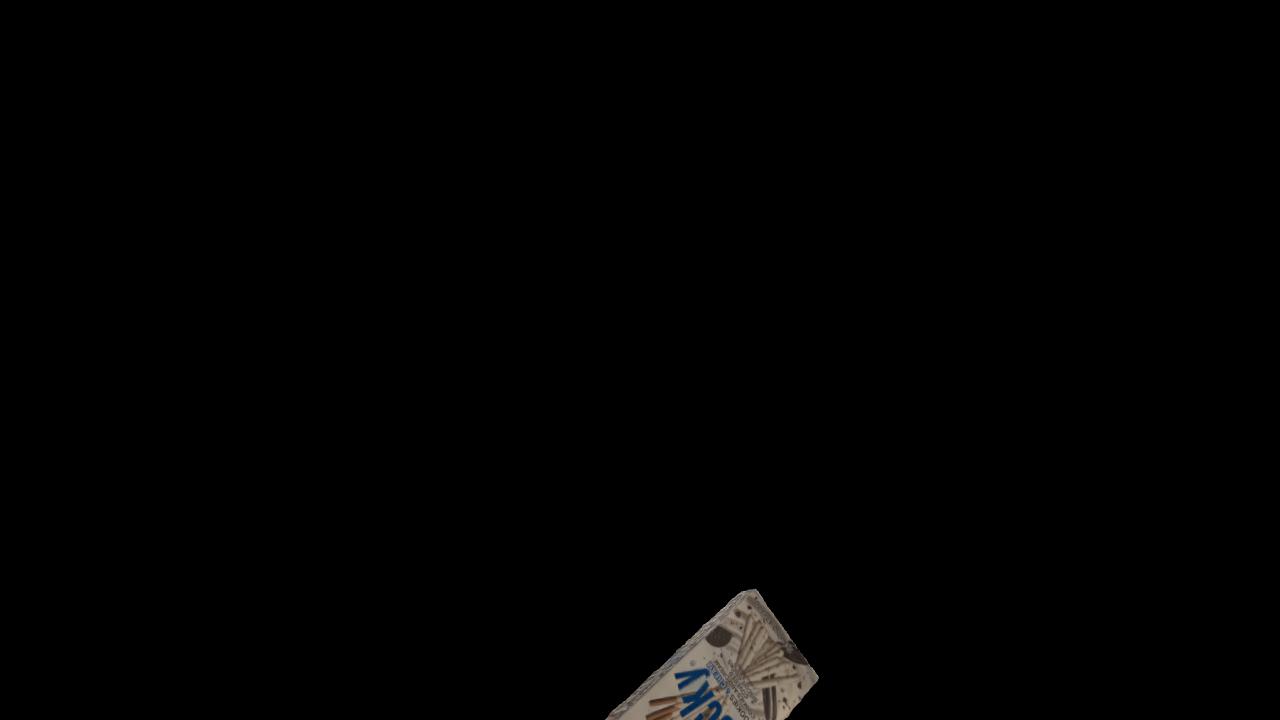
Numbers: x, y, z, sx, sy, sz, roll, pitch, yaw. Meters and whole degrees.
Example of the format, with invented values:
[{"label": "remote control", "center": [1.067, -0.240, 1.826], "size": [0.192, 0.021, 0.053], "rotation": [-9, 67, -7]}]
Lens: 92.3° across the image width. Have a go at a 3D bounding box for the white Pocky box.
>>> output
[{"label": "white Pocky box", "center": [0.055, 0.249, 0.452], "size": [0.154, 0.084, 0.028], "rotation": [-29, -14, -33]}]
